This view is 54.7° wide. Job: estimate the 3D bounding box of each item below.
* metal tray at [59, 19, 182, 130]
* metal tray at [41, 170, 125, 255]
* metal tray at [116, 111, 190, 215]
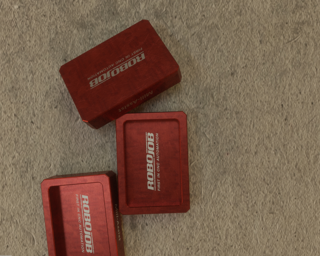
[{"bbox_3d":[-0.050,-0.068,0.391,0.130,0.030,0.090,-30,68,0],"label":"metal tray"},{"bbox_3d":[-0.098,0.125,0.400,0.090,0.030,0.129,-6,90,7],"label":"metal tray"},{"bbox_3d":[-0.009,0.044,0.407,0.091,0.030,0.129,-2,90,0],"label":"metal tray"}]
